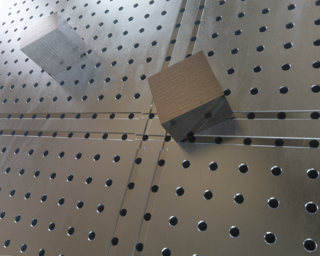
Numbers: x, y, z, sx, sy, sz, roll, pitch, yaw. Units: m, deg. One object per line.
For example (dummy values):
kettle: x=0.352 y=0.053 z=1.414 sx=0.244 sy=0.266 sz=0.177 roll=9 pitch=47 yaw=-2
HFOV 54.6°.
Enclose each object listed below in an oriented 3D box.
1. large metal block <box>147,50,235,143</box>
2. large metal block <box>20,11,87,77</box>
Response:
large metal block: x=0.038 y=-0.040 z=0.398 sx=0.080 sy=0.050 sz=0.080 roll=-25 pitch=53 yaw=12
large metal block: x=-0.194 y=-0.152 z=0.570 sx=0.080 sy=0.080 sz=0.050 roll=-25 pitch=53 yaw=13
